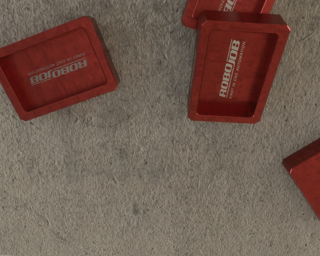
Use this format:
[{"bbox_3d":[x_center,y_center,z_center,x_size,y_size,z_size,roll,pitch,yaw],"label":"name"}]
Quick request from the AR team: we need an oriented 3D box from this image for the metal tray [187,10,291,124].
[{"bbox_3d":[0.084,-0.065,0.360,0.091,0.030,0.129,3,131,-1],"label":"metal tray"}]

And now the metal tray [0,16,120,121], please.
[{"bbox_3d":[-0.126,-0.071,0.379,0.131,0.030,0.090,-19,109,6],"label":"metal tray"}]

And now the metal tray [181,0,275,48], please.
[{"bbox_3d":[0.087,-0.166,0.346,0.091,0.030,0.129,17,109,-7],"label":"metal tray"}]

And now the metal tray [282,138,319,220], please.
[{"bbox_3d":[0.246,0.077,0.438,0.090,0.030,0.130,-34,107,11],"label":"metal tray"}]
